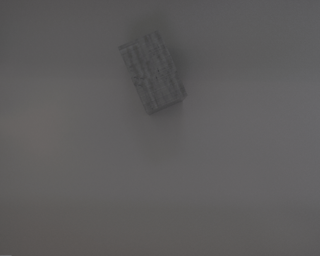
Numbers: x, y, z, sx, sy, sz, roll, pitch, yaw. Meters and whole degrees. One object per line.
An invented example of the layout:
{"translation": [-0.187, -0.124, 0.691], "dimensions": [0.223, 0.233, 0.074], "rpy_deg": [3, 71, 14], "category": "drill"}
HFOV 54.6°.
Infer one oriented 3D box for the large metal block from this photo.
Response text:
{"translation": [-0.008, -0.063, 0.384], "dimensions": [0.050, 0.080, 0.080], "rpy_deg": [-23, 90, 0], "category": "large metal block"}
